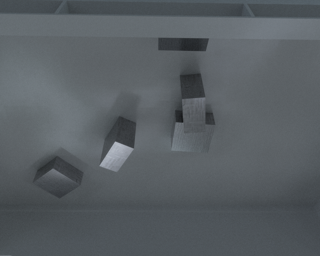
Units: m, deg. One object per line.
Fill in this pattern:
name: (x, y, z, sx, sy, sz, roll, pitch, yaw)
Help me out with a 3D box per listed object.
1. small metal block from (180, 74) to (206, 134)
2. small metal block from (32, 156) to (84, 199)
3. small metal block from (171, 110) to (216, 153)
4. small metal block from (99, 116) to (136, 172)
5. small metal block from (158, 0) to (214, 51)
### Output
small metal block: (0.039, -0.029, 0.368, 0.025, 0.050, 0.050, -4, 130, 3)
small metal block: (-0.155, 0.076, 0.472, 0.050, 0.025, 0.050, -33, 123, 25)
small metal block: (0.043, 0.005, 0.414, 0.050, 0.025, 0.050, 4, 130, -4)
small metal block: (-0.055, 0.021, 0.410, 0.025, 0.050, 0.050, 23, 126, -19)
small metal block: (0.024, -0.103, 0.309, 0.050, 0.025, 0.050, 1, 157, -1)
